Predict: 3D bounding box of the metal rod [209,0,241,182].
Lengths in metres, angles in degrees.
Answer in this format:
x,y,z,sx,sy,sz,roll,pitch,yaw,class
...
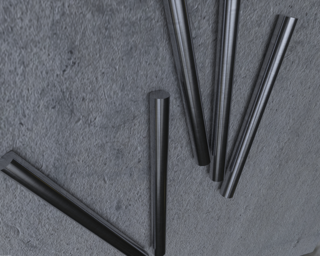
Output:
x,y,z,sx,sy,sz,roll,pitch,yaw,class
0.087,-0.045,0.425,0.025,0.025,0.298,-16,125,-19,metal rod

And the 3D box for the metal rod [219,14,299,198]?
x,y,z,sx,sy,sz,roll,pitch,yaw,class
0.143,-0.016,0.474,0.025,0.025,0.298,-3,120,-27,metal rod

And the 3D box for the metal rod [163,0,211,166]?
x,y,z,sx,sy,sz,roll,pitch,yaw,class
0.035,-0.067,0.384,0.025,0.025,0.298,-25,128,-13,metal rod

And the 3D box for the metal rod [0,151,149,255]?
x,y,z,sx,sy,sz,roll,pitch,yaw,class
-0.099,0.128,0.431,0.025,0.025,0.300,-39,129,-2,metal rod

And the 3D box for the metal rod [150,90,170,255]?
x,y,z,sx,sy,sz,roll,pitch,yaw,class
-0.001,0.086,0.458,0.025,0.025,0.298,-13,124,-21,metal rod
